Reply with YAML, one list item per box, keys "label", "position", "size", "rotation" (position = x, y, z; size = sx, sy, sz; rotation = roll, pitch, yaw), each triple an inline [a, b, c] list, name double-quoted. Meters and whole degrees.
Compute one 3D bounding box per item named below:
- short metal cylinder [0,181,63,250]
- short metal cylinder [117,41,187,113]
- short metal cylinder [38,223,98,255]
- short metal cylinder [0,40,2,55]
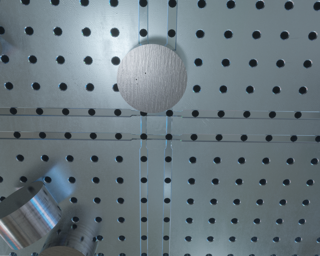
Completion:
- label: "short metal cylinder"
  position: [-0.183, 0.118, 0.426]
  size: [0.080, 0.080, 0.050]
  rotation: [-25, 108, 9]
- label: "short metal cylinder"
  position: [-0.009, -0.063, 0.376]
  size: [0.081, 0.050, 0.079]
  rotation: [0, 110, 0]
- label: "short metal cylinder"
  position: [-0.140, 0.193, 0.470]
  size: [0.081, 0.050, 0.079]
  rotation: [0, 110, 0]
- label: "short metal cylinder"
  position: [-0.229, -0.099, 0.346]
  size: [0.050, 0.080, 0.080]
  rotation: [-33, 107, 11]
